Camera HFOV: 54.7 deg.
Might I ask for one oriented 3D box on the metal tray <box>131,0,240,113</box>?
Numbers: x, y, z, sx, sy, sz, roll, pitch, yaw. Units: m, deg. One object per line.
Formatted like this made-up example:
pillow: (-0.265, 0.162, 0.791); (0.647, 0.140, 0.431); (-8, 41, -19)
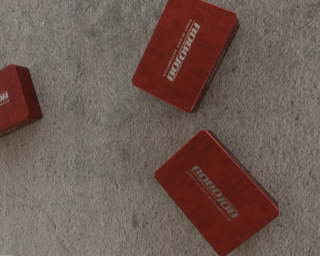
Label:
metal tray: (0.031, -0.095, 0.395); (0.090, 0.030, 0.129); (29, 99, 17)

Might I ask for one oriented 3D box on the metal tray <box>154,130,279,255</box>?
metal tray: (0.067, 0.077, 0.382); (0.090, 0.030, 0.130); (-44, 77, 14)

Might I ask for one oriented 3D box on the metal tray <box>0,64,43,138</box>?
metal tray: (-0.260, -0.035, 0.498); (0.130, 0.030, 0.090); (-21, 83, 18)
